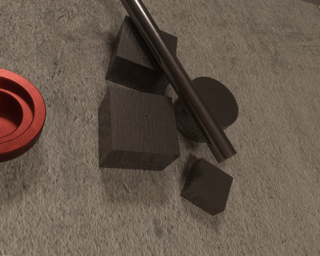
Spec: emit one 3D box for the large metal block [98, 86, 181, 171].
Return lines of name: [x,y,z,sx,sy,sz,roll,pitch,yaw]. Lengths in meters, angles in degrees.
large metal block: [-0.028,0.003,0.372,0.081,0.050,0.080,7,59,-25]

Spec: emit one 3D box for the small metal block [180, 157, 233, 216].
small metal block: [0.060,0.074,0.393,0.050,0.025,0.050,33,51,-7]

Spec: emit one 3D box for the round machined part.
round machined part: [-0.168,-0.009,0.308,0.099,0.042,0.098,14,56,-21]

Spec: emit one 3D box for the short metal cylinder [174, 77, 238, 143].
short metal cylinder: [0.063,-0.026,0.439,0.081,0.050,0.080,14,56,-21]

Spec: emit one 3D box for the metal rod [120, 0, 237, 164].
metal rod: [0.008,-0.090,0.400,0.025,0.025,0.299,-19,72,-36]

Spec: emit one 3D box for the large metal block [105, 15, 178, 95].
large metal block: [-0.025,-0.099,0.437,0.081,0.050,0.080,18,55,-18]
